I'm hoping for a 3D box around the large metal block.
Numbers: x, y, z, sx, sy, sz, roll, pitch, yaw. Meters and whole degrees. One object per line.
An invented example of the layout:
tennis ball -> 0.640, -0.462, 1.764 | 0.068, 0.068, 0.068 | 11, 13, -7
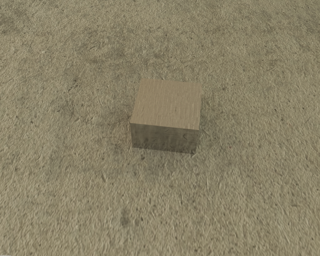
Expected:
large metal block -> 0.010, -0.016, 0.402 | 0.080, 0.050, 0.080 | 6, 50, 4
